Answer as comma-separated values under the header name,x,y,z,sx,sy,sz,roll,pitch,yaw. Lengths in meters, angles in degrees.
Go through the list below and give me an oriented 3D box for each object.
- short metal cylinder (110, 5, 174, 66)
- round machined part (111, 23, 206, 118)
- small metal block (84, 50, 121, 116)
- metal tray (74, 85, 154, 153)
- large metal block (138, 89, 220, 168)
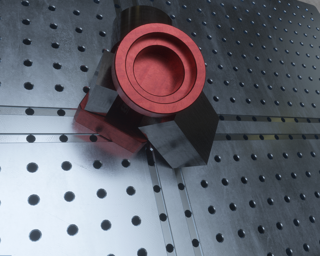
name,x,y,z,sx,sy,sz,roll,pitch,yaw
short metal cylinder,-0.021,-0.103,0.387,0.081,0.080,0.050,13,57,-22
round machined part,-0.004,-0.059,0.337,0.099,0.042,0.097,3,81,-17
small metal block,-0.062,-0.050,0.350,0.025,0.050,0.050,18,55,-19
metal tray,-0.041,-0.042,0.410,0.090,0.030,0.130,30,52,-9
large metal block,0.028,-0.007,0.390,0.080,0.050,0.080,52,44,-32
